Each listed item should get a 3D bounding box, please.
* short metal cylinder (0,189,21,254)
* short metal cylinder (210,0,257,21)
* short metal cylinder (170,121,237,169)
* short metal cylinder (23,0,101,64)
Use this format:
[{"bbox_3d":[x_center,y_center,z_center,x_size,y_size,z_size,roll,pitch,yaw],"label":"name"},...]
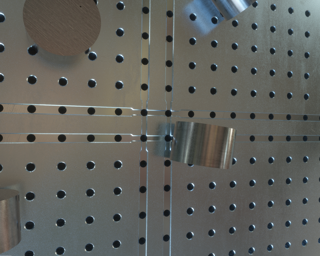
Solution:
[{"bbox_3d":[-0.186,0.095,0.315,0.081,0.080,0.050,-3,91,-20],"label":"short metal cylinder"},{"bbox_3d":[0.108,-0.193,0.423,0.080,0.080,0.050,-44,104,-15],"label":"short metal cylinder"},{"bbox_3d":[0.056,0.022,0.404,0.081,0.080,0.050,10,87,-20],"label":"short metal cylinder"},{"bbox_3d":[-0.113,-0.118,0.357,0.081,0.050,0.079,0,90,-20],"label":"short metal cylinder"}]
